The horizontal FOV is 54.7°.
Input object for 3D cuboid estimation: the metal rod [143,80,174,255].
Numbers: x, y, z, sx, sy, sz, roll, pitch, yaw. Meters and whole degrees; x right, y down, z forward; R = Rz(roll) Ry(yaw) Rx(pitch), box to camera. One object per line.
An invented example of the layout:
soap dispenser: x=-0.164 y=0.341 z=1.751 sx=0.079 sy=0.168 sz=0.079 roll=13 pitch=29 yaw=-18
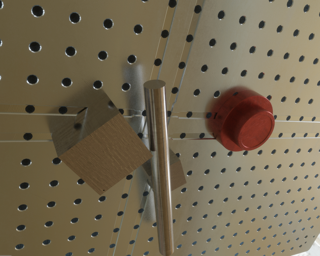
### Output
metal rod: x=0.002 y=0.075 z=0.428 sx=0.025 sy=0.025 sz=0.298 roll=-17 pitch=125 yaw=-19

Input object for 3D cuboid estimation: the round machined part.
round machined part: x=0.135 y=-0.004 z=0.474 sx=0.099 sy=0.042 sz=0.097 roll=-14 pitch=124 yaw=-21

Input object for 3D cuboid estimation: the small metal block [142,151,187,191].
small metal block: x=0.007 y=0.070 z=0.460 sx=0.050 sy=0.025 sz=0.050 roll=-26 pitch=128 yaw=-12

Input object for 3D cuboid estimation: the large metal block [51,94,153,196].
large metal block: x=-0.068 y=0.021 z=0.372 sx=0.080 sy=0.050 sz=0.080 roll=-37 pitch=130 yaw=-4
